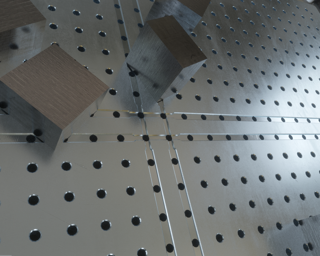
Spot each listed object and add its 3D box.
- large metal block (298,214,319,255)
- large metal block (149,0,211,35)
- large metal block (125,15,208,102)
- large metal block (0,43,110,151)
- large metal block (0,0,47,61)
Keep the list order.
[{"bbox_3d":[0.250,0.153,0.417,0.050,0.080,0.080,1,62,-28],"label":"large metal block"},{"bbox_3d":[0.039,-0.220,0.550,0.080,0.050,0.080,32,51,-8],"label":"large metal block"},{"bbox_3d":[0.006,-0.097,0.437,0.050,0.080,0.080,-29,78,-38],"label":"large metal block"},{"bbox_3d":[-0.119,-0.036,0.351,0.080,0.050,0.080,39,51,-2],"label":"large metal block"},{"bbox_3d":[-0.197,-0.128,0.365,0.080,0.050,0.081,49,51,6],"label":"large metal block"}]
